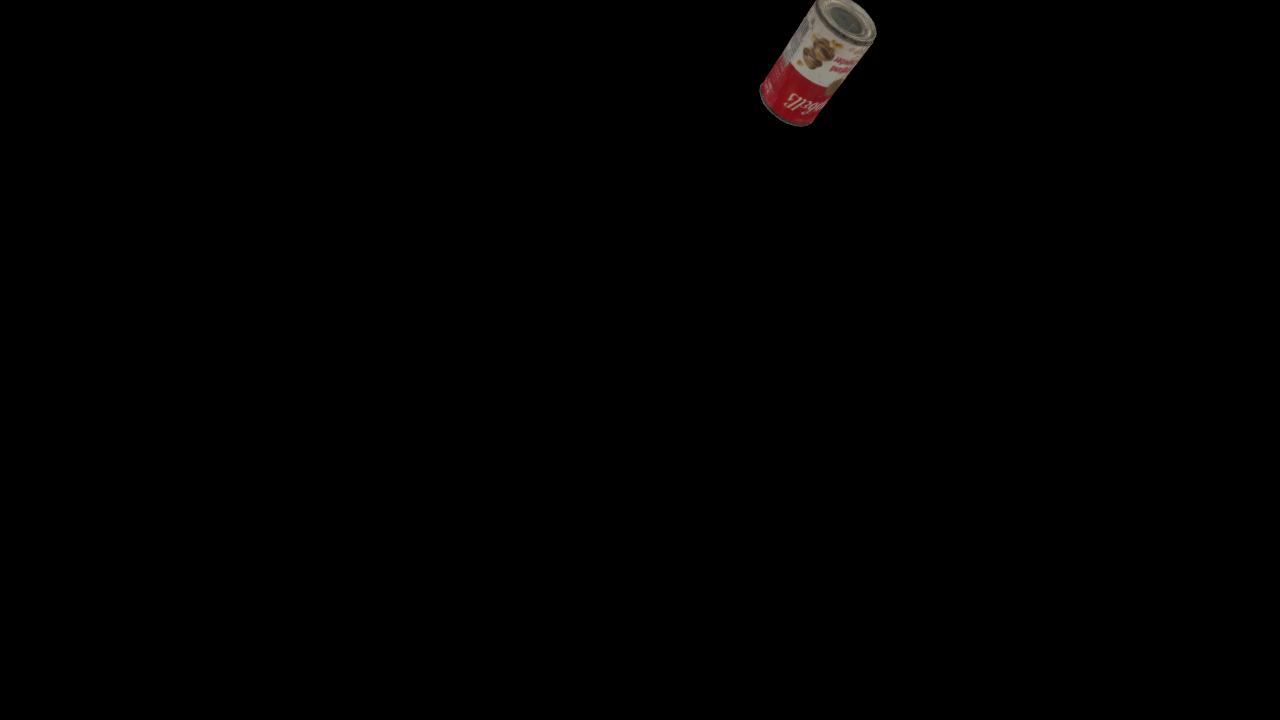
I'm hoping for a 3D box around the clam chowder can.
[{"bbox_3d":[0.173,-0.293,0.604,0.068,0.068,0.102,0,-27,-23],"label":"clam chowder can"}]
